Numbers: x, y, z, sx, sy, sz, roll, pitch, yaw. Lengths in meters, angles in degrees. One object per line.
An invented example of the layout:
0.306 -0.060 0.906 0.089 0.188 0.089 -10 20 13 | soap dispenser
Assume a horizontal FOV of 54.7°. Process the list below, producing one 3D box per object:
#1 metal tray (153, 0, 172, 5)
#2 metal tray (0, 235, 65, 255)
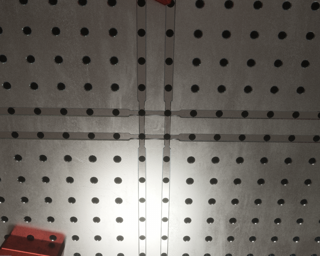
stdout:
-0.004 -0.212 0.332 0.090 0.030 0.129 24 108 -9 | metal tray
-0.210 0.240 0.496 0.091 0.030 0.129 12 110 -5 | metal tray
